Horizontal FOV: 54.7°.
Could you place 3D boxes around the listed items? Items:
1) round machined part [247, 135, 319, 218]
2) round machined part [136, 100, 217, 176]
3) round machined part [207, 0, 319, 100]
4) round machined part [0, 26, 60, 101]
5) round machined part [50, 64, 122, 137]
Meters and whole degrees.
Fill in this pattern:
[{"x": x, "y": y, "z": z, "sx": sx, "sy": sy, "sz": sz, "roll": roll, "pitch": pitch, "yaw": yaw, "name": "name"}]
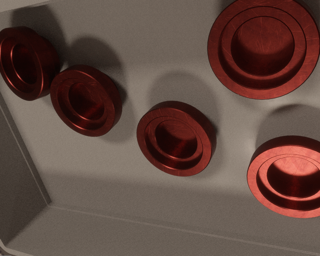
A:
[{"x": 0.152, "y": 0.050, "z": 0.348, "sx": 0.098, "sy": 0.042, "sz": 0.097, "roll": 13, "pitch": 124, "yaw": 20, "name": "round machined part"}, {"x": 0.023, "y": 0.009, "z": 0.390, "sx": 0.098, "sy": 0.042, "sz": 0.097, "roll": 13, "pitch": 124, "yaw": 20, "name": "round machined part"}, {"x": 0.099, "y": -0.080, "z": 0.296, "sx": 0.098, "sy": 0.042, "sz": 0.097, "roll": 13, "pitch": 124, "yaw": 20, "name": "round machined part"}, {"x": -0.177, "y": -0.090, "z": 0.426, "sx": 0.098, "sy": 0.042, "sz": 0.097, "roll": 16, "pitch": 120, "yaw": 29, "name": "round machined part"}, {"x": -0.094, "y": -0.040, "z": 0.419, "sx": 0.098, "sy": 0.042, "sz": 0.097, "roll": 12, "pitch": 125, "yaw": 18, "name": "round machined part"}]
